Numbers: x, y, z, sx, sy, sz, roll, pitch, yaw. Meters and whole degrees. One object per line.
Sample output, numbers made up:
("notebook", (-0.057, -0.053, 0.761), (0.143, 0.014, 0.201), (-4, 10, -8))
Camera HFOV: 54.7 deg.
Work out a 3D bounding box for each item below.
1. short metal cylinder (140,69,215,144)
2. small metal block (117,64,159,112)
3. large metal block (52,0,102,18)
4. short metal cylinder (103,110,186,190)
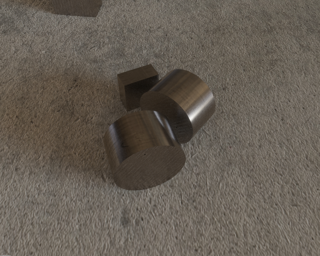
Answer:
("short metal cylinder", (0.022, -0.027, 0.390), (0.080, 0.080, 0.050), (30, 56, 22))
("small metal block", (-0.030, -0.056, 0.434), (0.050, 0.050, 0.025), (-21, 54, -17))
("large metal block", (-0.160, -0.261, 0.585), (0.080, 0.080, 0.050), (6, 50, 4))
("short metal cylinder", (-0.018, 0.026, 0.345), (0.081, 0.080, 0.050), (-14, 52, -12))
